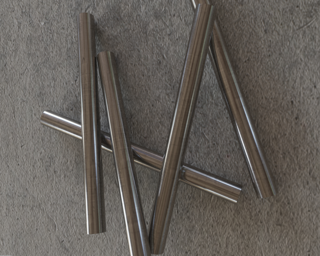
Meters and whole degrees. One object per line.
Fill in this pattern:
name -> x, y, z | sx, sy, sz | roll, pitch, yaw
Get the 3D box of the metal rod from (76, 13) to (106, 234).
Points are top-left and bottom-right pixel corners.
metal rod -> -0.094, -0.014, 0.419 | 0.025, 0.025, 0.299 | -9, 78, 20

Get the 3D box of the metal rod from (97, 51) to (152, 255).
metal rod -> -0.047, 0.038, 0.395 | 0.025, 0.025, 0.299 | -18, 73, 19

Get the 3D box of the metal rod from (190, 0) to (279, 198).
metal rod -> 0.082, -0.063, 0.379 | 0.025, 0.025, 0.299 | -20, 84, 19

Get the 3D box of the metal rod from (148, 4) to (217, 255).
metal rod -> 0.024, 0.005, 0.372 | 0.025, 0.025, 0.298 | 13, 95, 19

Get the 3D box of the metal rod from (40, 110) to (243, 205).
metal rod -> -0.038, 0.033, 0.422 | 0.301, 0.025, 0.025 | 20, 97, 18
